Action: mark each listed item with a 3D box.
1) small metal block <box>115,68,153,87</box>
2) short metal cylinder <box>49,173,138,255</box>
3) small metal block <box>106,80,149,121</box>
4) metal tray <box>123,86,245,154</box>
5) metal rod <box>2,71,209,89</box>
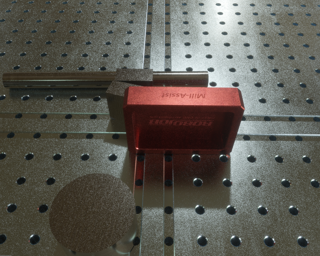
[{"bbox_3d":[-0.035,-0.057,0.438,0.050,0.050,0.025,1,50,0],"label":"small metal block"},{"bbox_3d":[-0.064,0.093,0.312,0.081,0.050,0.080,0,50,0],"label":"short metal cylinder"},{"bbox_3d":[-0.042,-0.033,0.419,0.050,0.050,0.025,13,51,10],"label":"small metal block"},{"bbox_3d":[0.026,-0.006,0.371,0.131,0.089,0.030,1,50,0],"label":"metal tray"},{"bbox_3d":[-0.079,-0.073,0.467,0.302,0.025,0.025,0,50,-1],"label":"metal rod"}]
